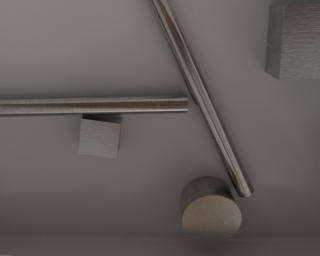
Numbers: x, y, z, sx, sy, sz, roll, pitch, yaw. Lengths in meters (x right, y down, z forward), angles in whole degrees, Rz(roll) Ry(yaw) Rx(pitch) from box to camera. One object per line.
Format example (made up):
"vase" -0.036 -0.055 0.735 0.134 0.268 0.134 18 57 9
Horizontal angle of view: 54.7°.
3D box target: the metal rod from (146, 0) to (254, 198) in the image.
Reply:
"metal rod" 0.058 -0.033 0.399 0.025 0.025 0.299 -25 109 8

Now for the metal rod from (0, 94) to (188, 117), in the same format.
"metal rod" -0.116 -0.028 0.399 0.302 0.025 0.025 -1 110 0

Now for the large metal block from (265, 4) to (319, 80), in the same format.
"large metal block" 0.174 -0.103 0.363 0.081 0.050 0.079 -3 110 0

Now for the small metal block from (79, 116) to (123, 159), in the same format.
"small metal block" -0.079 0.010 0.414 0.050 0.025 0.050 8 110 -4

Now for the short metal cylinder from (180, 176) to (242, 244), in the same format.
"short metal cylinder" 0.070 0.117 0.442 0.081 0.050 0.079 0 110 -1
